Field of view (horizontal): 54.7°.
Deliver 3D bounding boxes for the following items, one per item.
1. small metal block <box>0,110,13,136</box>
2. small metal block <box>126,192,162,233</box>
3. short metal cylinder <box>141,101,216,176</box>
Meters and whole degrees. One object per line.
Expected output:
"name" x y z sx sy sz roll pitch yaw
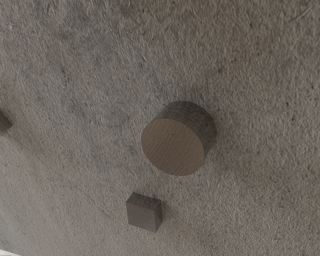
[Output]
"small metal block" -0.301 -0.008 0.557 0.050 0.025 0.050 -29 103 37
"small metal block" -0.025 0.137 0.504 0.050 0.025 0.050 11 123 22
"short metal cylinder" 0.024 0.013 0.385 0.080 0.050 0.079 13 124 20
